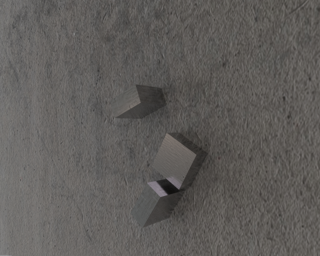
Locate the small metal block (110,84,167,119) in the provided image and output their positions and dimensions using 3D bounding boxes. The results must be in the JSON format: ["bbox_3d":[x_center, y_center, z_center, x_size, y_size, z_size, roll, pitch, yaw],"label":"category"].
[{"bbox_3d":[-0.029,-0.034,0.412,0.050,0.050,0.025,-27,74,37],"label":"small metal block"}]

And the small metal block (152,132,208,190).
[{"bbox_3d":[0.024,0.040,0.386,0.050,0.025,0.050,37,112,34],"label":"small metal block"}]

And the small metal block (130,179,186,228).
[{"bbox_3d":[-0.002,0.093,0.390,0.025,0.050,0.050,41,115,32],"label":"small metal block"}]
